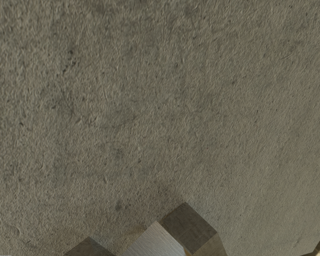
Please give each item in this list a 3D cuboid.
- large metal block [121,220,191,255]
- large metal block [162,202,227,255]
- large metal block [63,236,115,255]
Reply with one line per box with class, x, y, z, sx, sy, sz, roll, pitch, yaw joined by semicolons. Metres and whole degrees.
large metal block;-0.010;0.203;0.466;0.080;0.080;0.050;-37;162;-37
large metal block;0.058;0.183;0.512;0.050;0.080;0.080;-37;130;-15
large metal block;-0.112;0.224;0.468;0.080;0.050;0.080;-36;129;-4
